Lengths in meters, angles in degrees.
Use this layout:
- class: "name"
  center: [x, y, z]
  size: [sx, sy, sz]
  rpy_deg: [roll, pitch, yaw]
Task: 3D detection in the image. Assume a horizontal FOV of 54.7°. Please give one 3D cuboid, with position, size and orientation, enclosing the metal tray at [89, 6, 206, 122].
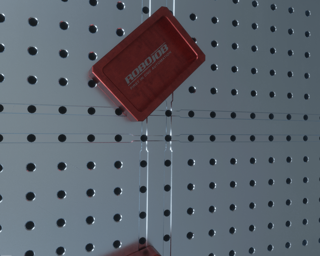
- class: "metal tray"
  center: [-0.014, -0.082, 0.404]
  size: [0.130, 0.030, 0.090]
  rpy_deg: [-45, 104, -14]

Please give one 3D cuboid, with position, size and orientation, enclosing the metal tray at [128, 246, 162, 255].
- class: "metal tray"
  center: [-0.027, 0.233, 0.400]
  size: [0.091, 0.030, 0.129]
  rpy_deg: [-17, 96, -19]
